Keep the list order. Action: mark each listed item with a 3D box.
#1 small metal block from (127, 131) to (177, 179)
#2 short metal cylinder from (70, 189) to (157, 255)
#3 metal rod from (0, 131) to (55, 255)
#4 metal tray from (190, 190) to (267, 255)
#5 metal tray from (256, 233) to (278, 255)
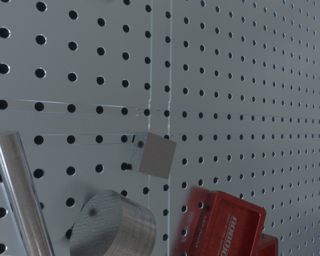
[{"bbox_3d":[-0.010,0.036,0.401,0.050,0.025,0.050,22,76,-38],"label":"small metal block"},{"bbox_3d":[-0.050,0.113,0.331,0.050,0.080,0.080,38,67,-34],"label":"short metal cylinder"},{"bbox_3d":[-0.114,0.150,0.313,0.025,0.025,0.298,-20,103,-38],"label":"metal rod"},{"bbox_3d":[0.101,0.170,0.468,0.090,0.030,0.130,24,74,-13],"label":"metal tray"},{"bbox_3d":[0.158,0.245,0.538,0.131,0.030,0.089,-1,91,-40],"label":"metal tray"}]
